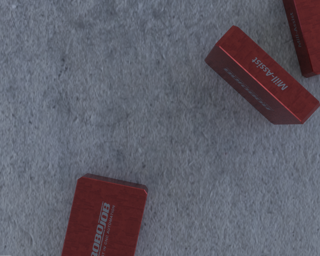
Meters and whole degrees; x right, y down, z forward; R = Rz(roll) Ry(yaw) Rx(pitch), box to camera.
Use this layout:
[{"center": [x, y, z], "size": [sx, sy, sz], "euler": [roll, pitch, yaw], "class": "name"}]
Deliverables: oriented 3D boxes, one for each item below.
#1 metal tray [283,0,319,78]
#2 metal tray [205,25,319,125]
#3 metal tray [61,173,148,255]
[{"center": [0.224, -0.141, 0.410], "size": [0.091, 0.030, 0.129], "euler": [-15, 90, -1], "class": "metal tray"}, {"center": [0.118, -0.058, 0.379], "size": [0.130, 0.090, 0.030], "euler": [42, 90, -1], "class": "metal tray"}, {"center": [-0.073, 0.133, 0.407], "size": [0.091, 0.030, 0.129], "euler": [12, 90, -1], "class": "metal tray"}]
